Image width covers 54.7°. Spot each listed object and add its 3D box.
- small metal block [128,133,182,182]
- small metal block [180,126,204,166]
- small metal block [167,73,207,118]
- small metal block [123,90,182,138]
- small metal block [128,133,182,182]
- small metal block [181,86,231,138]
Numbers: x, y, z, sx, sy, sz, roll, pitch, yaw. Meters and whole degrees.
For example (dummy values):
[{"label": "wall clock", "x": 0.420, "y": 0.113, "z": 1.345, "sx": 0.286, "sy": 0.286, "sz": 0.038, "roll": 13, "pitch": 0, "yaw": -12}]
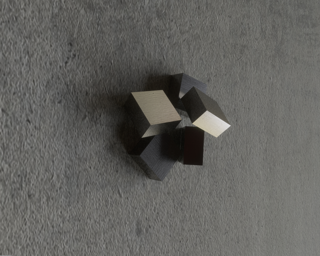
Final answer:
[{"label": "small metal block", "x": -0.005, "y": 0.033, "z": 0.404, "sx": 0.050, "sy": 0.025, "sz": 0.050, "roll": -53, "pitch": 121, "yaw": -27}, {"label": "small metal block", "x": 0.043, "y": 0.024, "z": 0.426, "sx": 0.025, "sy": 0.050, "sz": 0.050, "roll": 4, "pitch": 87, "yaw": -2}, {"label": "small metal block", "x": 0.037, "y": -0.045, "z": 0.440, "sx": 0.050, "sy": 0.025, "sz": 0.050, "roll": 18, "pitch": 79, "yaw": -39}, {"label": "small metal block", "x": -0.009, "y": -0.019, "z": 0.384, "sx": 0.050, "sy": 0.025, "sz": 0.050, "roll": -10, "pitch": 59, "yaw": -40}, {"label": "small metal block", "x": -0.005, "y": 0.033, "z": 0.404, "sx": 0.050, "sy": 0.025, "sz": 0.050, "roll": -53, "pitch": 121, "yaw": -27}, {"label": "small metal block", "x": 0.060, "y": -0.021, "z": 0.408, "sx": 0.050, "sy": 0.025, "sz": 0.050, "roll": 27, "pitch": 30, "yaw": -37}]
